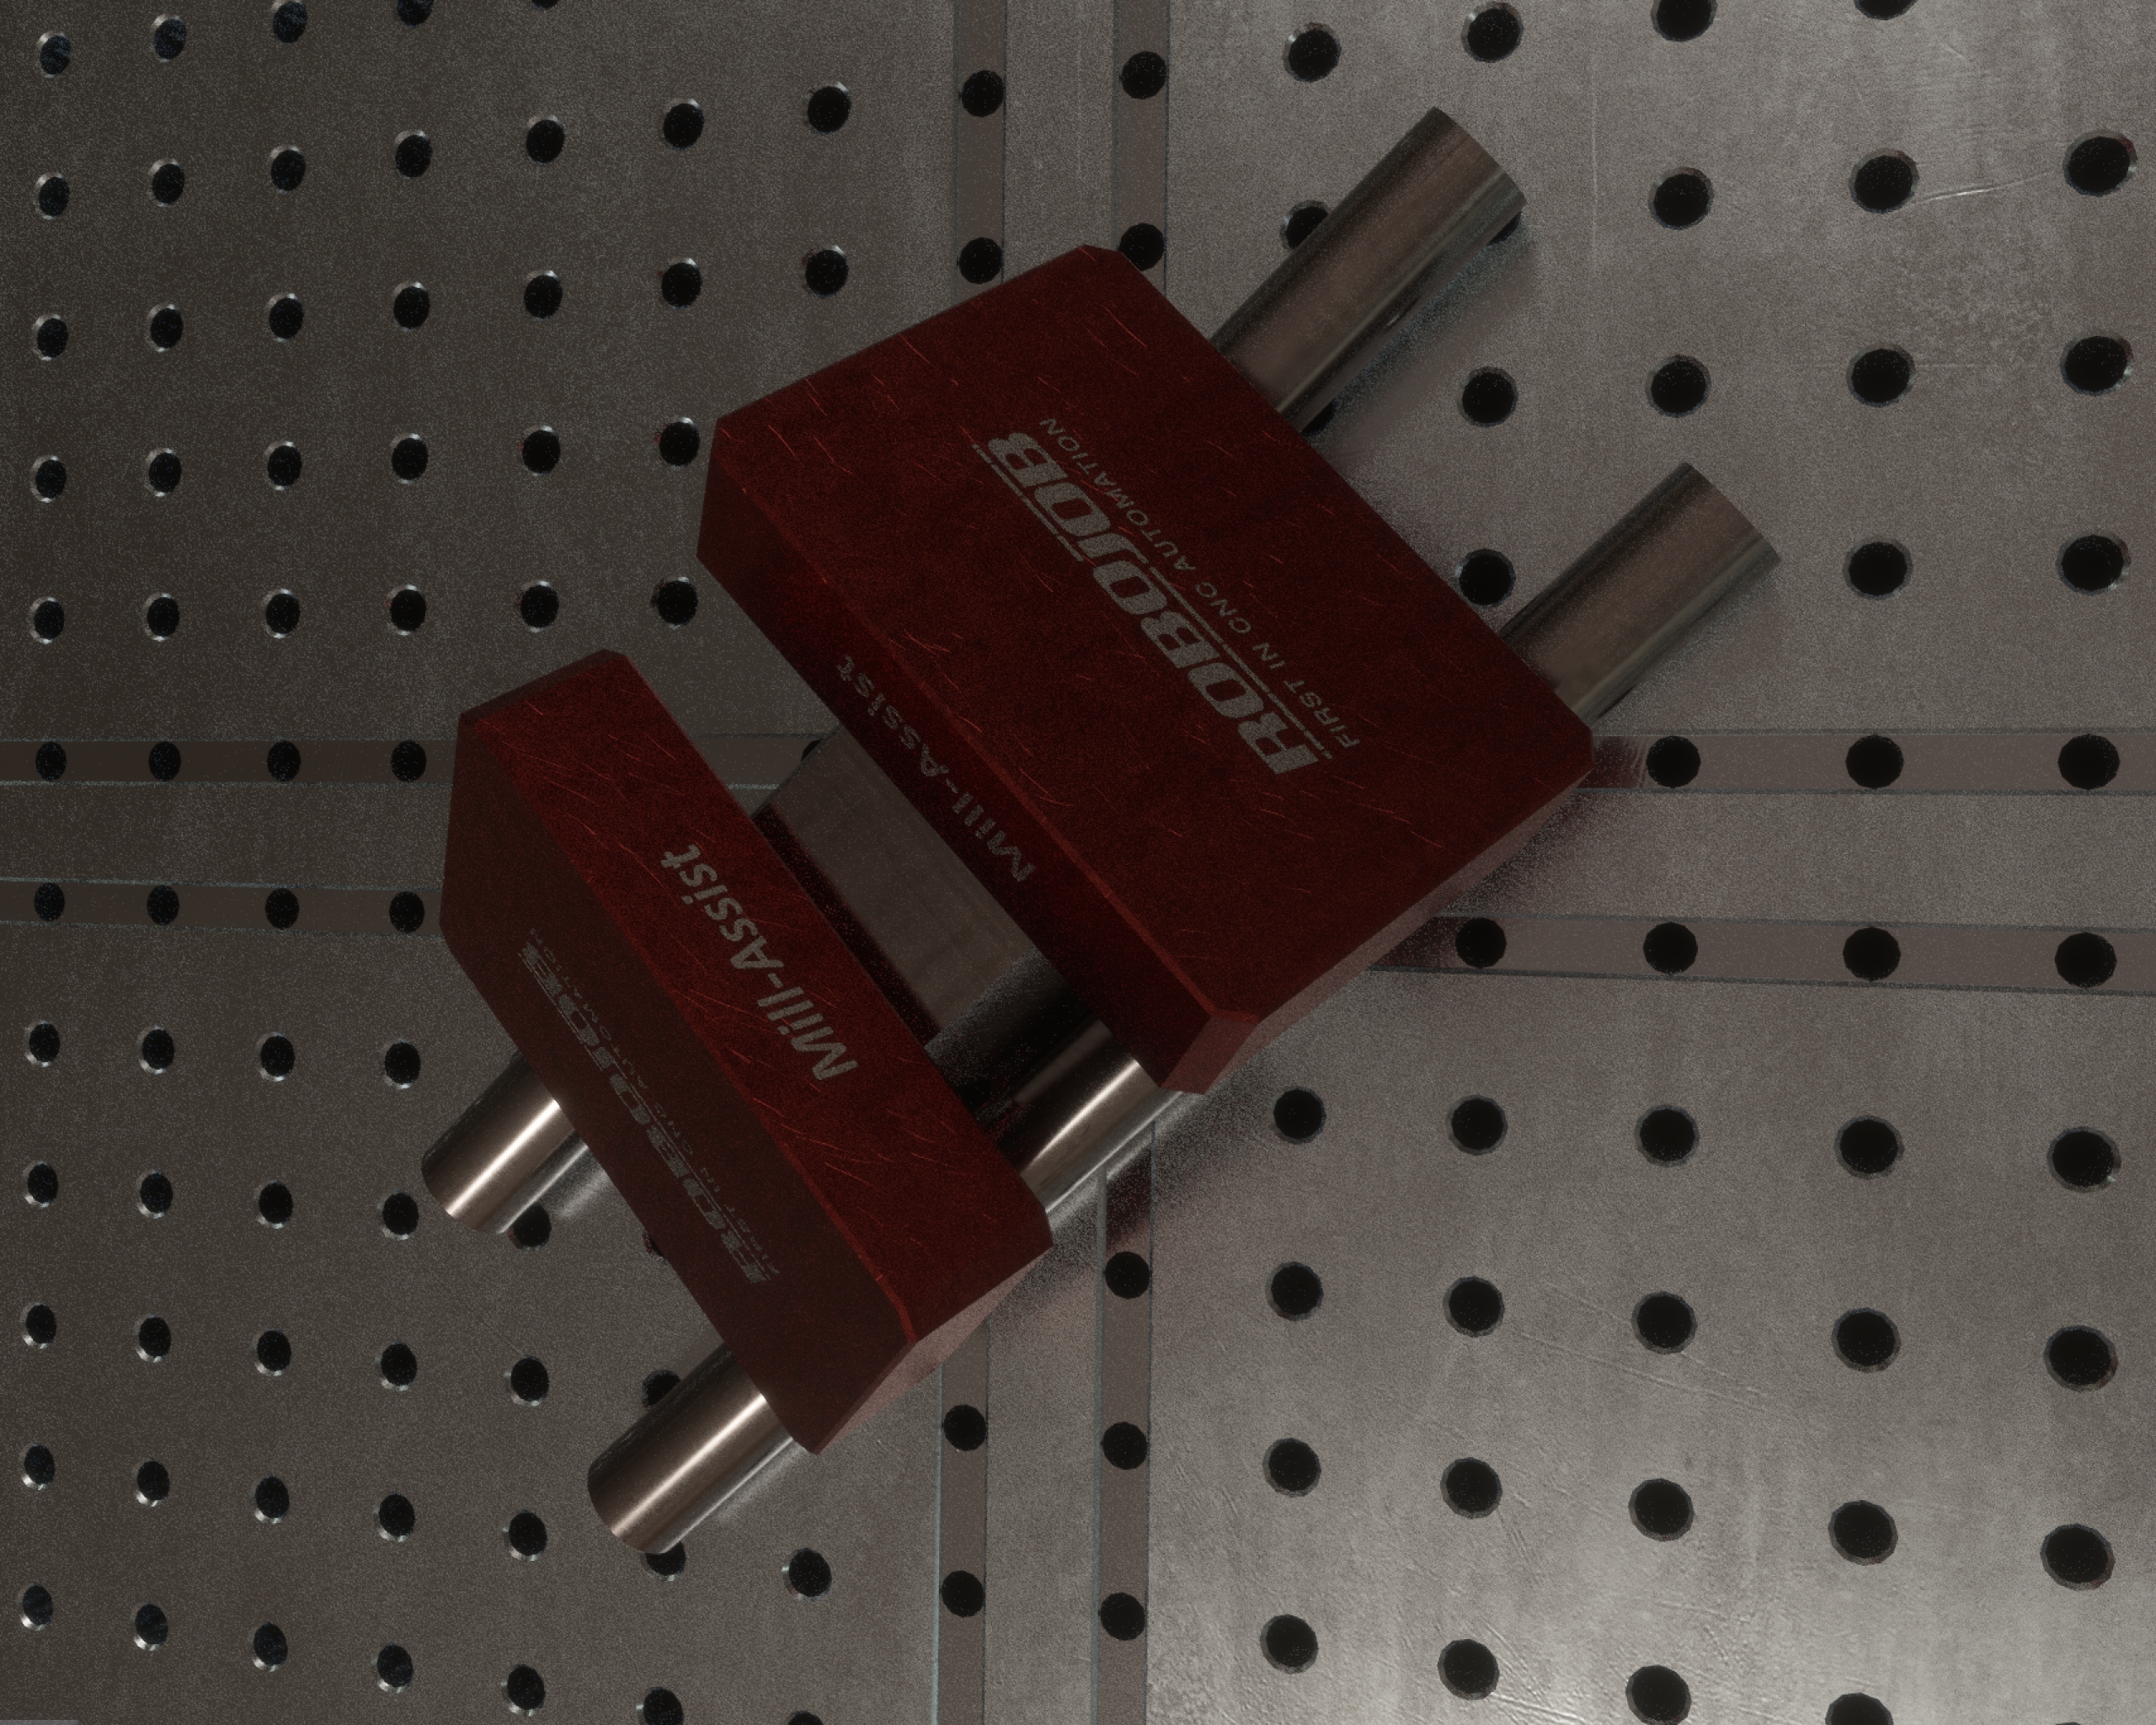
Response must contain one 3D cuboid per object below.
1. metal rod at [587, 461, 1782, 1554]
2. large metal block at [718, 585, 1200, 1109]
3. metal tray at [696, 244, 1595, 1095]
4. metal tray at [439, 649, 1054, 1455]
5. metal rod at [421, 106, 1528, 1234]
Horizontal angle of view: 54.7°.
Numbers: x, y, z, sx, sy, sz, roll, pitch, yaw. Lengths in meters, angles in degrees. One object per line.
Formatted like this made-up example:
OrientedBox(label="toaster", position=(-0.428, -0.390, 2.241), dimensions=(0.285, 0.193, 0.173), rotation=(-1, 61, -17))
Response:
OrientedBox(label="metal rod", position=(0.011, 0.037, 0.408), dimensions=(0.299, 0.025, 0.025), rotation=(-43, 77, 14))
OrientedBox(label="large metal block", position=(-0.013, -0.002, 0.386), dimensions=(0.080, 0.080, 0.050), rotation=(-44, 77, 14))
OrientedBox(label="metal tray", position=(0.010, -0.037, 0.350), dimensions=(0.091, 0.030, 0.130), rotation=(-34, 75, -29))
OrientedBox(label="metal tray", position=(-0.066, 0.037, 0.377), dimensions=(0.130, 0.030, 0.090), rotation=(52, 149, 12))
OrientedBox(label="metal rod", position=(-0.030, -0.030, 0.422), dimensions=(0.299, 0.025, 0.025), rotation=(-44, 77, 14))
